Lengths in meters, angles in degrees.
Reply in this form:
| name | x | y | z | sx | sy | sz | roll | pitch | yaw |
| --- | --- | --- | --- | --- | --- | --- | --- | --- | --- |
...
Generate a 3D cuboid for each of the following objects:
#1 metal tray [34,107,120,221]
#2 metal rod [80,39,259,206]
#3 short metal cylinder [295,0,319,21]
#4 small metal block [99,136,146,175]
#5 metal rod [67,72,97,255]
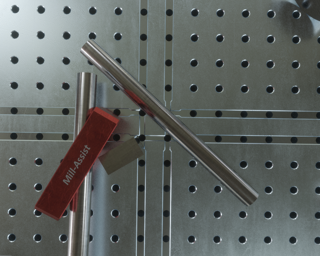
| name | x | y | z | sx | sy | sz | roll | pitch | yaw |
| --- | --- | --- | --- | --- | --- | --- | --- | --- | --- |
| metal tray | -0.095 | 0.037 | 0.378 | 0.030 | 0.090 | 0.130 | 31 | 90 | -7 |
| metal rod | 0.013 | -0.007 | 0.413 | 0.300 | 0.025 | 0.025 | 43 | 90 | -1 |
| short metal cylinder | 0.216 | -0.180 | 0.389 | 0.080 | 0.080 | 0.050 | 43 | 90 | -1 |
| small metal block | -0.047 | 0.034 | 0.400 | 0.050 | 0.050 | 0.025 | -30 | 91 | 0 |
| metal rod | -0.096 | 0.082 | 0.376 | 0.025 | 0.025 | 0.298 | 2 | 86 | -1 |
